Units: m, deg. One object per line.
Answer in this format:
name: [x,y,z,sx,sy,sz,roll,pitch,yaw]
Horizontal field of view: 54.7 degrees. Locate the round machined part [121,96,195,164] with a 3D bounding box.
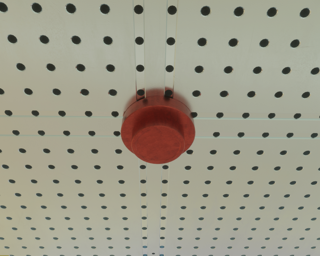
round machined part: [-0.003,0.010,0.408,0.099,0.042,0.097,-1,130,0]
